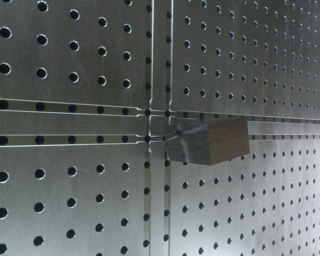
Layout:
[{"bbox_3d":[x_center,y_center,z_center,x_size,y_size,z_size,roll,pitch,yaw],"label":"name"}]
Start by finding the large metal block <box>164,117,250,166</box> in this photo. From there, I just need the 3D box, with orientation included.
[{"bbox_3d":[0.064,0.015,0.426,0.081,0.080,0.050,-10,97,-39],"label":"large metal block"}]
